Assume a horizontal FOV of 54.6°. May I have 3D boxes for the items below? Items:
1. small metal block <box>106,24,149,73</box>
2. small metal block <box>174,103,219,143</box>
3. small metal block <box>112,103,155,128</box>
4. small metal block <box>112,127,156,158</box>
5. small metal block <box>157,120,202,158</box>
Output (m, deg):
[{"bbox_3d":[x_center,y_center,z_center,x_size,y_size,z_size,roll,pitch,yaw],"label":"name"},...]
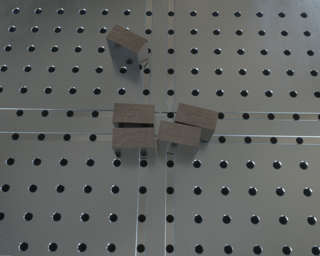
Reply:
[{"bbox_3d":[-0.045,-0.112,0.439,0.050,0.050,0.025,29,73,10],"label":"small metal block"},{"bbox_3d":[0.045,-0.006,0.401,0.050,0.050,0.025,14,71,5],"label":"small metal block"},{"bbox_3d":[-0.032,-0.010,0.402,0.050,0.050,0.025,3,70,1],"label":"small metal block"},{"bbox_3d":[-0.031,0.020,0.391,0.050,0.050,0.025,-1,70,0],"label":"small metal block"},{"bbox_3d":[0.023,0.015,0.393,0.050,0.050,0.025,11,71,4],"label":"small metal block"}]
